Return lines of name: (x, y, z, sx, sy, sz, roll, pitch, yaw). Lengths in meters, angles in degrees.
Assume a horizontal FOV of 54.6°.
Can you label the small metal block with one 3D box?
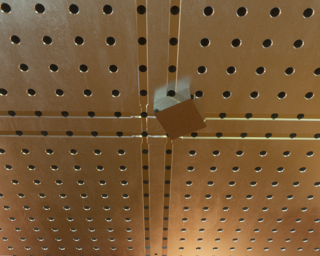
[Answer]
small metal block: (0.026, -0.017, 0.397, 0.050, 0.025, 0.050, -22, 127, 17)
